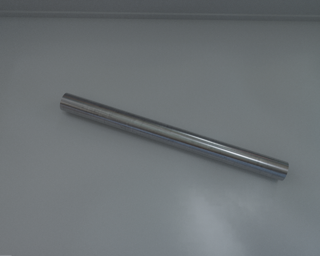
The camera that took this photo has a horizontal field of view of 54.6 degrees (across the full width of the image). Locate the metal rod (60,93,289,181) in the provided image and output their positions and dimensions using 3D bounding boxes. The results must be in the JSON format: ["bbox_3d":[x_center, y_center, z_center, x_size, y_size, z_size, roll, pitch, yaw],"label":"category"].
[{"bbox_3d":[0.014,0.009,0.405,0.301,0.025,0.025,18,71,6],"label":"metal rod"}]
